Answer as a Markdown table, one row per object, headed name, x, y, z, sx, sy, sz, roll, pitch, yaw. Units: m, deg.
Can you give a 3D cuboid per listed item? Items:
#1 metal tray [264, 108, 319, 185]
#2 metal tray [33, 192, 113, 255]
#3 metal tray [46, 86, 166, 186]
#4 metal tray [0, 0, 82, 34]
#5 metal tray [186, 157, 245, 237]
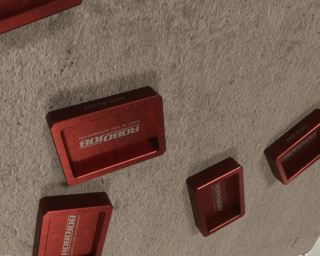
| name | x | y | z | sx | sy | sz | roll | pitch | yaw |
| --- | --- | --- | --- | --- | --- | --- | --- | --- | --- |
| metal tray | 0.261 | 0.036 | 0.572 | 0.130 | 0.030 | 0.090 | -38 | 130 | -3 |
| metal tray | -0.124 | 0.152 | 0.430 | 0.091 | 0.030 | 0.129 | 2 | 118 | -30 |
| metal tray | -0.060 | 0.009 | 0.377 | 0.131 | 0.030 | 0.089 | -17 | 126 | -19 |
| metal tray | -0.128 | -0.149 | 0.241 | 0.091 | 0.030 | 0.129 | -27 | 128 | -12 |
| metal tray | 0.100 | 0.121 | 0.535 | 0.091 | 0.030 | 0.129 | -24 | 128 | -14 |
